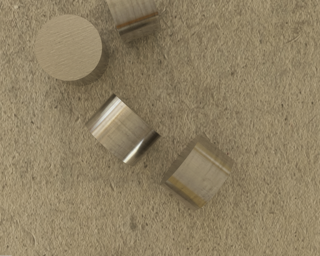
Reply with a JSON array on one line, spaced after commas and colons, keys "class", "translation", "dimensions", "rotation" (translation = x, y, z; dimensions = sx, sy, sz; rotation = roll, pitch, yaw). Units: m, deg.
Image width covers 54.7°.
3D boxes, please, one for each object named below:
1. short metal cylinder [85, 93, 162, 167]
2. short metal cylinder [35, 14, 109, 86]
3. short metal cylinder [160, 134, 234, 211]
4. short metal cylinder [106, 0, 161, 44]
[{"class": "short metal cylinder", "translation": [-0.044, 0.002, 0.382], "dimensions": [0.080, 0.080, 0.050], "rotation": [42, 90, 0]}, {"class": "short metal cylinder", "translation": [-0.110, -0.097, 0.396], "dimensions": [0.081, 0.050, 0.080], "rotation": [0, 90, 0]}, {"class": "short metal cylinder", "translation": [0.045, 0.054, 0.383], "dimensions": [0.050, 0.080, 0.080], "rotation": [39, 90, 0]}, {"class": "short metal cylinder", "translation": [-0.036, -0.151, 0.382], "dimensions": [0.050, 0.080, 0.080], "rotation": [-21, 90, 0]}]
